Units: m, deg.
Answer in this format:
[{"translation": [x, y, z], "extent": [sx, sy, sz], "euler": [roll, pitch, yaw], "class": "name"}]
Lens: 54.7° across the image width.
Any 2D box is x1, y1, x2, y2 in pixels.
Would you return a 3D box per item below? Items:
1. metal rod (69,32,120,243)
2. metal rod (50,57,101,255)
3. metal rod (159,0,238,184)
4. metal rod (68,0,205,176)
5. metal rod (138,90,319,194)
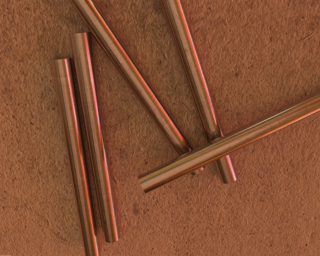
[{"translation": [-0.084, 0.026, 0.418], "extent": [0.025, 0.025, 0.298], "euler": [-4, 110, 1], "class": "metal rod"}, {"translation": [-0.112, 0.055, 0.428], "extent": [0.025, 0.025, 0.298], "euler": [-3, 110, 1], "class": "metal rod"}, {"translation": [0.046, -0.060, 0.387], "extent": [0.025, 0.025, 0.299], "euler": [-19, 109, 7], "class": "metal rod"}, {"translation": [-0.030, -0.060, 0.387], "extent": [0.025, 0.025, 0.299], "euler": [-31, 107, 11], "class": "metal rod"}, {"translation": [0.114, 0.007, 0.391], "extent": [0.301, 0.025, 0.025], "euler": [-25, 108, 0], "class": "metal rod"}]
